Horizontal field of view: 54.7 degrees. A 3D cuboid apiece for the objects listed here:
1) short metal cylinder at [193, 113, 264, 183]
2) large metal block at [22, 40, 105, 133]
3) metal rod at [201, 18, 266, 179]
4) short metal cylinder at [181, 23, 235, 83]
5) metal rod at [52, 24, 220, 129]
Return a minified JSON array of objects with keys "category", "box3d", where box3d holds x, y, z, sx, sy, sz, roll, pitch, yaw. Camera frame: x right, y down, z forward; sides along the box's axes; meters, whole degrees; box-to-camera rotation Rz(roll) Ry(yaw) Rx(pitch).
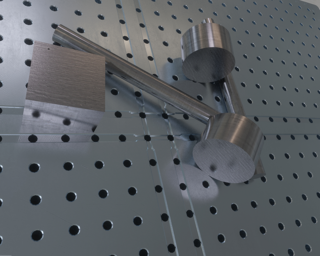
[{"category":"short metal cylinder","box3d":[0.090,0.027,0.405,0.080,0.080,0.050,37,51,-4]},{"category":"large metal block","box3d":[-0.110,-0.046,0.361,0.081,0.050,0.080,9,58,-24]},{"category":"metal rod","box3d":[0.113,-0.063,0.507,0.025,0.025,0.299,4,60,-27]},{"category":"short metal cylinder","box3d":[0.073,-0.115,0.483,0.081,0.080,0.050,12,57,-22]},{"category":"metal rod","box3d":[-0.004,-0.056,0.427,0.301,0.025,0.025,28,52,-6]}]
